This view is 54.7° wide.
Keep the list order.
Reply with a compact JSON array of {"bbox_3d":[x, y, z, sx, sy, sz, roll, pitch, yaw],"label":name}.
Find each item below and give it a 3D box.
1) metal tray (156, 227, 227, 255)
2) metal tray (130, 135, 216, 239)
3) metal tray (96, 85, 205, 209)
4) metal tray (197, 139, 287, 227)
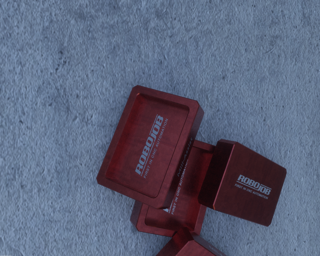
[{"bbox_3d":[0.050,0.200,0.406,0.130,0.030,0.090,41,92,-22],"label":"metal tray"},{"bbox_3d":[0.022,0.076,0.414,0.091,0.030,0.129,18,84,-19],"label":"metal tray"},{"bbox_3d":[-0.011,0.021,0.374,0.090,0.030,0.130,18,82,23],"label":"metal tray"},{"bbox_3d":[0.119,0.079,0.431,0.131,0.030,0.090,26,81,-35],"label":"metal tray"}]
